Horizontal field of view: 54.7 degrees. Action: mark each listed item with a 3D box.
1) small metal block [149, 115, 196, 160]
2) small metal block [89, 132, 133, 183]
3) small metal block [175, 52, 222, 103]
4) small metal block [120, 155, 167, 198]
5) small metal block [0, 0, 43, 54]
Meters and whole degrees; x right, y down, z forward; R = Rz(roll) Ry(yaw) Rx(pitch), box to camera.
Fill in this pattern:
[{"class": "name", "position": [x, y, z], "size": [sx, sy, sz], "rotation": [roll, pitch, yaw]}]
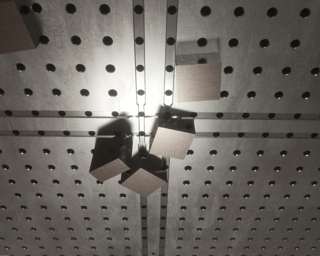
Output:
[{"class": "small metal block", "position": [0.016, 0.014, 0.424], "size": [0.050, 0.025, 0.050], "rotation": [12, 129, -10]}, {"class": "small metal block", "position": [-0.067, 0.041, 0.429], "size": [0.050, 0.050, 0.025], "rotation": [-27, 125, 20]}, {"class": "small metal block", "position": [0.044, -0.059, 0.362], "size": [0.050, 0.025, 0.050], "rotation": [-4, 130, 3]}, {"class": "small metal block", "position": [-0.025, 0.076, 0.476], "size": [0.050, 0.025, 0.050], "rotation": [33, 122, -25]}, {"class": "small metal block", "position": [-0.158, -0.106, 0.319], "size": [0.050, 0.025, 0.050], "rotation": [-7, 130, 5]}]
